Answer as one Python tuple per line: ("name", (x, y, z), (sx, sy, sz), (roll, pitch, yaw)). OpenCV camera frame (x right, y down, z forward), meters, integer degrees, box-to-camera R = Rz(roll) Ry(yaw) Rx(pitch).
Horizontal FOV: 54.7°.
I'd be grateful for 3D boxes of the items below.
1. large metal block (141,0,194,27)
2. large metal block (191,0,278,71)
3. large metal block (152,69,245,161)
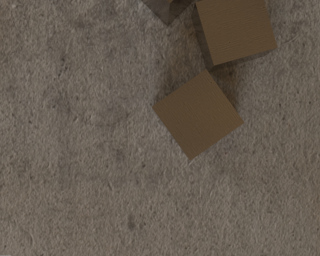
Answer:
("large metal block", (0.000, -0.184, 0.382), (0.080, 0.080, 0.050), (45, 90, -1))
("large metal block", (0.092, -0.125, 0.399), (0.080, 0.050, 0.080), (-16, 90, -1))
("large metal block", (0.046, -0.016, 0.398), (0.080, 0.050, 0.080), (-35, 90, 0))
